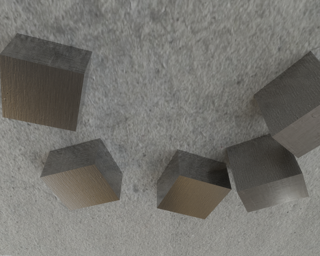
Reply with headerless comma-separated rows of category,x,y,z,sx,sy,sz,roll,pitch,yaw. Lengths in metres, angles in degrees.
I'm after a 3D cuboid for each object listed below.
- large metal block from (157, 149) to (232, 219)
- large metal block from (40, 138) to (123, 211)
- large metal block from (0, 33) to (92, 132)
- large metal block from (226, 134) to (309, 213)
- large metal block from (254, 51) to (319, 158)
large metal block,0.048,0.086,0.465,0.081,0.050,0.079,17,128,-15
large metal block,-0.109,0.069,0.448,0.080,0.050,0.080,-15,129,11
large metal block,-0.126,-0.049,0.347,0.081,0.050,0.079,12,129,-11
large metal block,0.144,0.058,0.423,0.080,0.080,0.050,-20,127,16
large metal block,0.164,-0.027,0.351,0.050,0.080,0.080,34,122,-26
